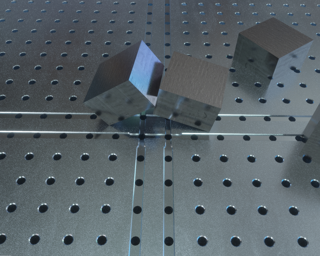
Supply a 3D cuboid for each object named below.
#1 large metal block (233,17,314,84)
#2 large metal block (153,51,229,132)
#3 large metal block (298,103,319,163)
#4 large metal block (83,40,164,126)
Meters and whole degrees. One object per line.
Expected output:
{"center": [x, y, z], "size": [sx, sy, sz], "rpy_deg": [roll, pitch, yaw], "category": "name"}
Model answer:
{"center": [0.180, -0.127, 0.500], "size": [0.081, 0.050, 0.080], "rpy_deg": [-29, 56, -22], "category": "large metal block"}
{"center": [0.043, -0.051, 0.426], "size": [0.080, 0.050, 0.080], "rpy_deg": [18, 51, 1], "category": "large metal block"}
{"center": [0.224, 0.007, 0.369], "size": [0.080, 0.080, 0.050], "rpy_deg": [21, 53, 16], "category": "large metal block"}
{"center": [-0.047, -0.060, 0.416], "size": [0.080, 0.050, 0.080], "rpy_deg": [-20, 41, 32], "category": "large metal block"}
